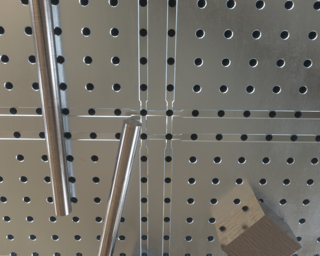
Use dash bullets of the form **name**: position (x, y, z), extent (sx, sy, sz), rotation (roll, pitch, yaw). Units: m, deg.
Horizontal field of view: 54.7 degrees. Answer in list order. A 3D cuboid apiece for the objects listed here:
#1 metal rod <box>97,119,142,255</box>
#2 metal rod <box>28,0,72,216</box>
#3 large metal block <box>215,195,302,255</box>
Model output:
- **metal rod**: position (-0.069, 0.129, 0.460), extent (0.025, 0.025, 0.298), rotation (12, 110, -5)
- **metal rod**: position (-0.141, -0.017, 0.405), extent (0.025, 0.025, 0.298), rotation (1, 110, -1)
- **large metal block**: position (0.144, 0.161, 0.461), extent (0.080, 0.050, 0.080), rotation (41, 105, -14)
